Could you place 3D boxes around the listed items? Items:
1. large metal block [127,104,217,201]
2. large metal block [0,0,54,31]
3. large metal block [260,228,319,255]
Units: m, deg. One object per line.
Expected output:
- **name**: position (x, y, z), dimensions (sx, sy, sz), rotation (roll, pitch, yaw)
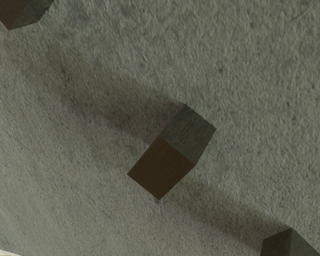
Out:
- **large metal block**: position (0.015, 0.028, 0.380), dimensions (0.050, 0.080, 0.080), rotation (39, 129, 1)
- **large metal block**: position (-0.173, -0.178, 0.369), dimensions (0.080, 0.050, 0.080), rotation (-31, 102, 37)
- **large metal block**: position (0.175, 0.193, 0.398), dimensions (0.080, 0.080, 0.050), rotation (44, 129, -3)
